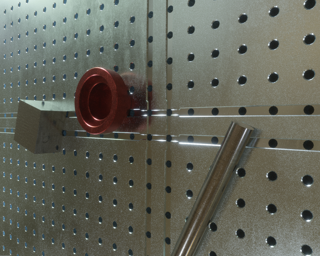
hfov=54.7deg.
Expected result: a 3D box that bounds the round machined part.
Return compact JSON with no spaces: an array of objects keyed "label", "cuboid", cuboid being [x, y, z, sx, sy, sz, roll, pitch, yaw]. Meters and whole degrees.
[{"label":"round machined part","cuboid":[-0.082,-0.039,0.466,0.098,0.042,0.097,0,90,40]}]

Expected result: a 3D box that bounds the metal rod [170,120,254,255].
[{"label":"metal rod","cuboid":[0.039,0.130,0.377,0.025,0.025,0.298,33,110,35]}]

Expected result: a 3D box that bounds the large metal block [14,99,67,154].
[{"label":"large metal block","cuboid":[-0.225,-0.004,0.579,0.080,0.050,0.079,21,103,38]}]
